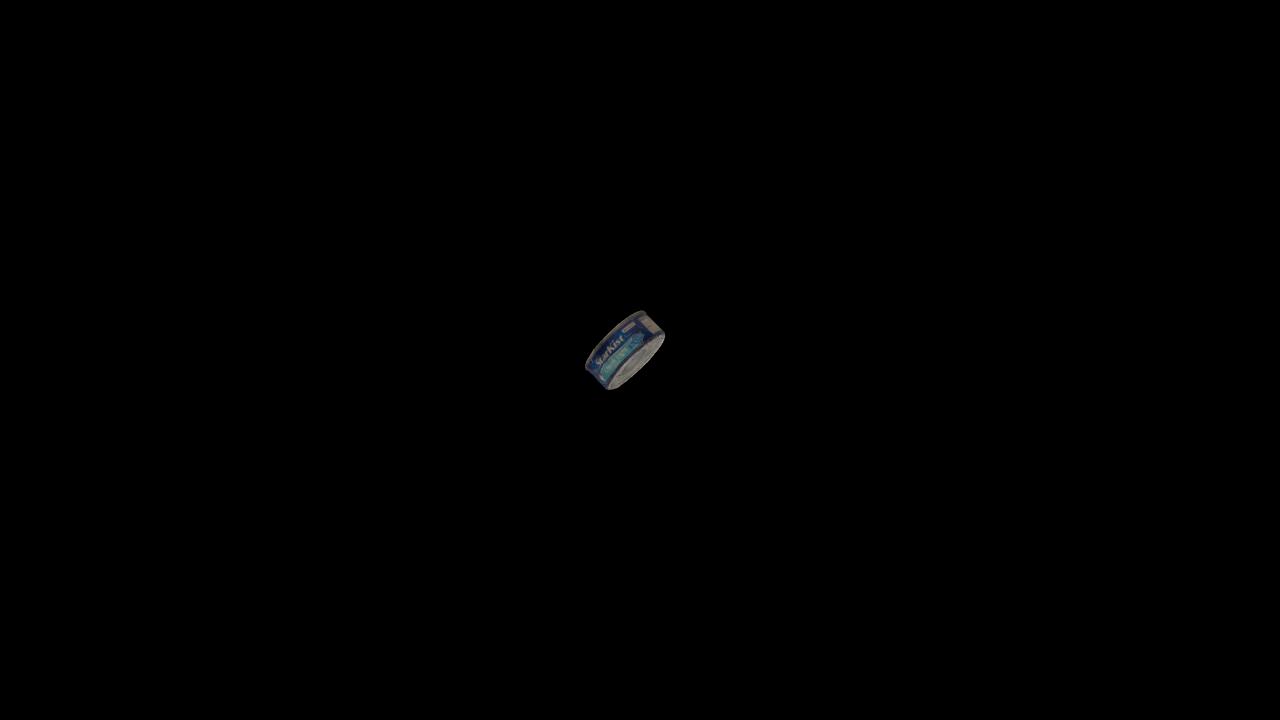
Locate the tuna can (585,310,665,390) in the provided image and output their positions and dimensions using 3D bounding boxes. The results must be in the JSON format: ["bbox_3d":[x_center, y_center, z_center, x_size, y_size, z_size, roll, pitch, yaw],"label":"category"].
[{"bbox_3d":[-0.014,-0.008,0.621,0.084,0.034,0.084,-42,-11,-10],"label":"tuna can"}]
